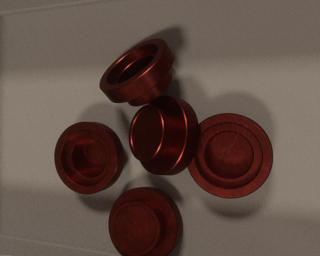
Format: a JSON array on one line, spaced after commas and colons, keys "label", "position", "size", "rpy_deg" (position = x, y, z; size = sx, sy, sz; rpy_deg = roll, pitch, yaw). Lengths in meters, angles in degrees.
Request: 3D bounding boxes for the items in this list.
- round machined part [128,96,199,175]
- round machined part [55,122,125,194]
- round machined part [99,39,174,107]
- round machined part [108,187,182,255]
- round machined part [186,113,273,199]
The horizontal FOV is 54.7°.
[{"label": "round machined part", "position": [-0.002, 0.008, 0.378], "size": [0.098, 0.042, 0.098], "rpy_deg": [-13, 73, 49]}, {"label": "round machined part", "position": [-0.094, 0.040, 0.433], "size": [0.098, 0.042, 0.097], "rpy_deg": [0, 90, 19]}, {"label": "round machined part", "position": [-0.024, -0.065, 0.390], "size": [0.098, 0.098, 0.042], "rpy_deg": [-26, 124, 17]}, {"label": "round machined part", "position": [-0.024, 0.127, 0.403], "size": [0.098, 0.042, 0.097], "rpy_deg": [-3, 81, 20]}, {"label": "round machined part", "position": [0.083, 0.032, 0.372], "size": [0.098, 0.042, 0.097], "rpy_deg": [0, 90, 19]}]
